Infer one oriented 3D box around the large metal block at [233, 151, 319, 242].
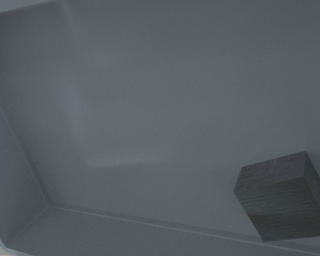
[{"bbox_3d":[0.147,0.083,0.366,0.080,0.050,0.080,-22,107,36],"label":"large metal block"}]
